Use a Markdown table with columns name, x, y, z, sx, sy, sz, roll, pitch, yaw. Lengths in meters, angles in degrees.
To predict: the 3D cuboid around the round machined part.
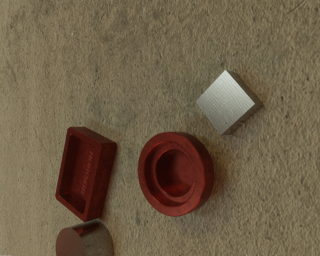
| name | x | y | z | sx | sy | sz | roll | pitch | yaw |
| --- | --- | --- | --- | --- | --- | --- | --- | --- | --- |
| round machined part | 0.023 | 0.053 | 0.373 | 0.098 | 0.042 | 0.097 | 0 | 90 | 39 |

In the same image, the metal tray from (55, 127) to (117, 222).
| name | x | y | z | sx | sy | sz | roll | pitch | yaw |
| --- | --- | --- | --- | --- | --- | --- | --- | --- | --- |
| metal tray | -0.122 | 0.072 | 0.499 | 0.090 | 0.030 | 0.129 | 22 | 104 | 37 |

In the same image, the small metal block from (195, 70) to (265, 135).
| name | x | y | z | sx | sy | sz | roll | pitch | yaw |
| --- | --- | --- | --- | --- | --- | --- | --- | --- | --- |
| small metal block | 0.076 | -0.027 | 0.341 | 0.050 | 0.025 | 0.050 | -48 | 62 | 29 |

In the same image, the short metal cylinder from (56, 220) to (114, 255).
| name | x | y | z | sx | sy | sz | roll | pitch | yaw |
| --- | --- | --- | --- | --- | --- | --- | --- | --- | --- |
| short metal cylinder | -0.118 | 0.190 | 0.483 | 0.080 | 0.050 | 0.079 | 0 | 90 | 39 |
